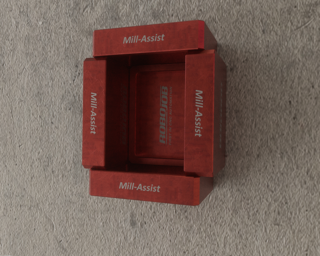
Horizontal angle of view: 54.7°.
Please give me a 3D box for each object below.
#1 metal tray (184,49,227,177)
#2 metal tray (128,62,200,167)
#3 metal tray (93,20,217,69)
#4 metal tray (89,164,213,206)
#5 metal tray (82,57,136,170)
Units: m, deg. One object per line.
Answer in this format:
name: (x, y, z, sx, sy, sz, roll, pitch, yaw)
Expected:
metal tray: (0.055, -0.015, 0.355, 0.030, 0.090, 0.129, 1, 90, 20)
metal tray: (0.007, -0.017, 0.404, 0.090, 0.030, 0.129, 1, 90, 19)
metal tray: (-0.003, -0.096, 0.375, 0.130, 0.090, 0.030, 1, 91, 19)
metal tray: (-0.007, 0.063, 0.377, 0.130, 0.090, 0.030, 1, 91, 19)
metal tray: (-0.060, -0.017, 0.395, 0.030, 0.090, 0.129, 1, 90, 20)
